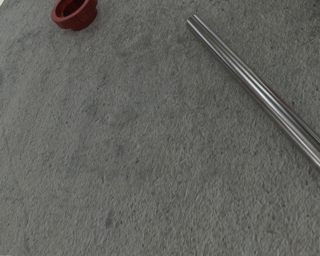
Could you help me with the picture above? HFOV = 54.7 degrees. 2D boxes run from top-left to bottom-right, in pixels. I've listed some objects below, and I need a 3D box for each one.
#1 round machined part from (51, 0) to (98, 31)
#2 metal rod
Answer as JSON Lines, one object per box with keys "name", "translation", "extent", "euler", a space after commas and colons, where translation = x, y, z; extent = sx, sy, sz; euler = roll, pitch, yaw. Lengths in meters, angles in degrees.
{"name": "round machined part", "translation": [-0.166, -0.236, 0.625], "extent": [0.098, 0.042, 0.098], "euler": [-13, 56, 21]}
{"name": "metal rod", "translation": [0.109, -0.060, 0.383], "extent": [0.025, 0.025, 0.300], "euler": [-34, 51, 6]}
